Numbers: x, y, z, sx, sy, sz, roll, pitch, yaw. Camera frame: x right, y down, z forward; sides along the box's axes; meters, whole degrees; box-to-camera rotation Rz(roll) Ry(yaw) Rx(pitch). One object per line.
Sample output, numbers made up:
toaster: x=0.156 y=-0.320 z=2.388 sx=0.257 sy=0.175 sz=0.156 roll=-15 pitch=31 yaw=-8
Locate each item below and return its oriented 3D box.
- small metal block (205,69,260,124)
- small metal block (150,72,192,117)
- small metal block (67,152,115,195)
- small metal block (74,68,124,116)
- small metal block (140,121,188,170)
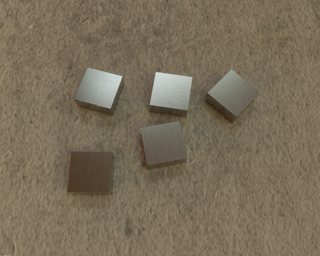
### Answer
small metal block: x=0.099 y=-0.043 z=0.425 sx=0.050 sy=0.025 sz=0.050 roll=42 pitch=75 yaw=13
small metal block: x=0.015 y=-0.046 z=0.425 sx=0.050 sy=0.025 sz=0.050 roll=9 pitch=70 yaw=2
small metal block: x=-0.085 y=0.057 z=0.386 sx=0.050 sy=0.025 sz=0.050 roll=0 pitch=70 yaw=-1
small metal block: x=-0.082 y=-0.050 z=0.425 sx=0.050 sy=0.025 sz=0.050 roll=15 pitch=71 yaw=5
small metal block: x=0.004 y=0.023 z=0.400 sx=0.050 sy=0.025 sz=0.050 roll=-10 pitch=70 yaw=-4
